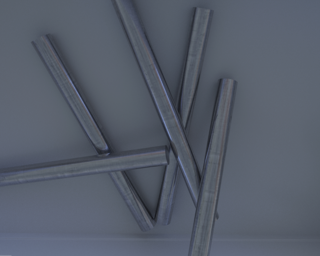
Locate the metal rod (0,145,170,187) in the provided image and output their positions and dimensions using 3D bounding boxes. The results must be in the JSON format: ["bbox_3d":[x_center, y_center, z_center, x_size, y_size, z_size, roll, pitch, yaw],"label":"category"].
[{"bbox_3d":[-0.138,0.056,0.410,0.301,0.025,0.025,-9,110,10],"label":"metal rod"}]

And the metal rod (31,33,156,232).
[{"bbox_3d":[-0.080,0.020,0.417,0.025,0.025,0.299,-24,109,8],"label":"metal rod"}]

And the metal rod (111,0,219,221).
[{"bbox_3d":[0.011,-0.016,0.382,0.025,0.025,0.299,-21,101,7],"label":"metal rod"}]

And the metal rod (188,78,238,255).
[{"bbox_3d":[0.059,0.087,0.377,0.025,0.025,0.298,11,84,-5],"label":"metal rod"}]

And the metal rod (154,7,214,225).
[{"bbox_3d":[0.027,-0.001,0.411,0.025,0.025,0.298,8,110,-4],"label":"metal rod"}]
